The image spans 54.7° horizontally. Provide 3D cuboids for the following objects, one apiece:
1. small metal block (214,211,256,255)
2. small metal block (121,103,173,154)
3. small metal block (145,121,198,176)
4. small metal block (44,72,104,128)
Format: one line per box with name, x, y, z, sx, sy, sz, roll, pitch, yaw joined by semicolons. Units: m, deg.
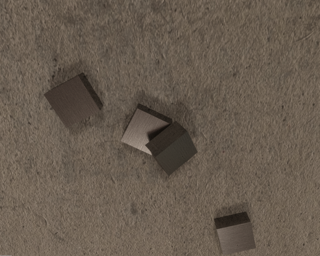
small metal block;0.114;0.160;0.471;0.050;0.025;0.050;-14;110;5
small metal block;-0.017;0.002;0.410;0.050;0.025;0.050;26;108;-10
small metal block;0.016;0.027;0.401;0.050;0.025;0.050;-39;139;-7
small metal block;-0.109;-0.036;0.395;0.050;0.025;0.050;-26;108;9
